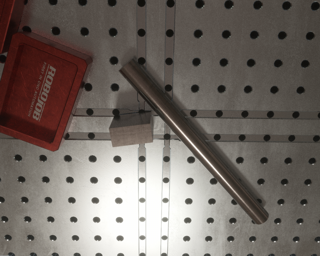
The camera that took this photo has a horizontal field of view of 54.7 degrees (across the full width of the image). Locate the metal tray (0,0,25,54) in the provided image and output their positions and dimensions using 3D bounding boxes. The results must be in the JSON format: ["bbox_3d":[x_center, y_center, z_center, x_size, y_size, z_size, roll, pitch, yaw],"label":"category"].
[{"bbox_3d":[-0.229,-0.150,0.352,0.131,0.030,0.089,22,108,-9],"label":"metal tray"}]

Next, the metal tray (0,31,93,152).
[{"bbox_3d":[-0.151,-0.044,0.392,0.090,0.030,0.129,22,108,-8],"label":"metal tray"}]

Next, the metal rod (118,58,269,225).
[{"bbox_3d":[0.055,0.028,0.424,0.025,0.025,0.300,-39,106,13],"label":"metal rod"}]

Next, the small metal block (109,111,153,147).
[{"bbox_3d":[-0.035,0.001,0.400,0.050,0.050,0.025,-7,110,2],"label":"small metal block"}]
